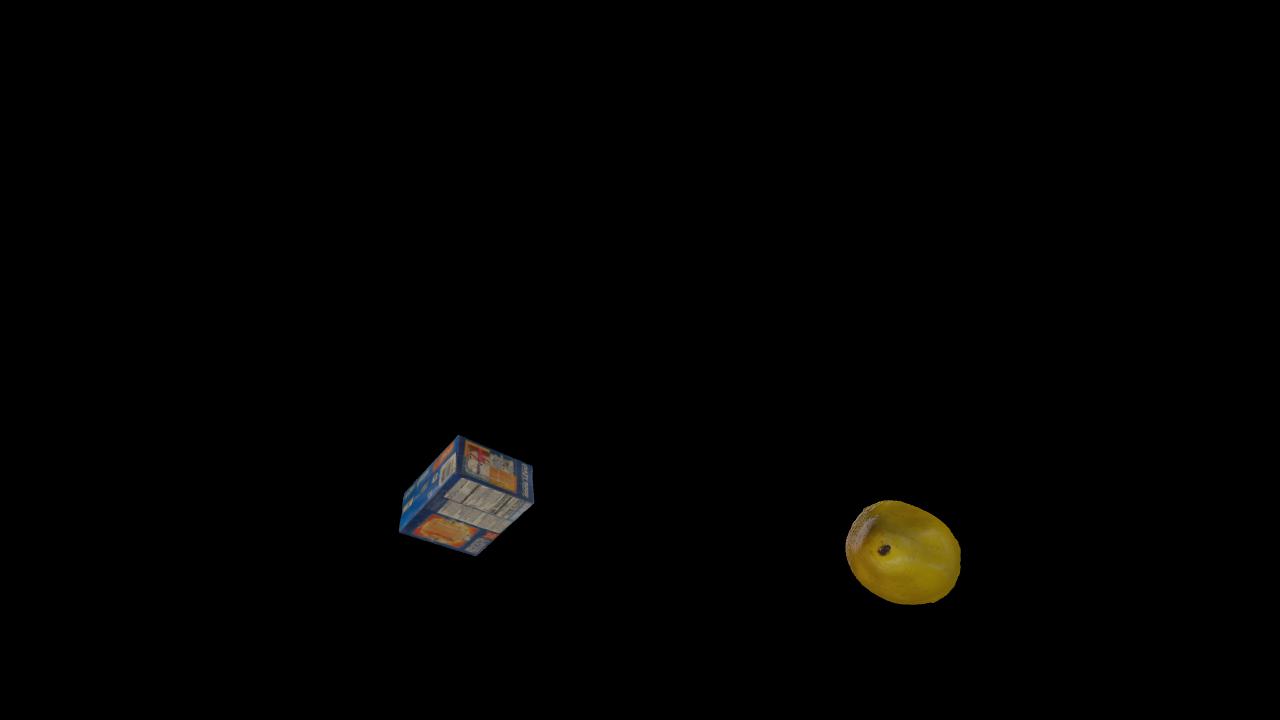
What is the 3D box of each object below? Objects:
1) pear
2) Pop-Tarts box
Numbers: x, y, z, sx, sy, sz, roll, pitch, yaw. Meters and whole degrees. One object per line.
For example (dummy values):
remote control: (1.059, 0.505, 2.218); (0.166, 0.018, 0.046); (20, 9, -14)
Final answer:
pear: (0.182, 0.140, 0.449); (0.080, 0.080, 0.111); (0, -15, 45)
Pop-Tarts box: (-0.274, 0.219, 0.978); (0.141, 0.083, 0.167); (30, -61, -31)
